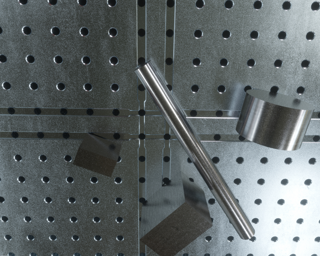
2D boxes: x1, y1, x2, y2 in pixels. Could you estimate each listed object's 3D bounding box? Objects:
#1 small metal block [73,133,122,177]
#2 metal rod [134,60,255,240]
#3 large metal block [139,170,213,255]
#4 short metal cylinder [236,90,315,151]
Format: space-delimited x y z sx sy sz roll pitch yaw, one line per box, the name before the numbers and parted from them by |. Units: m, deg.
small metal block | -0.082 0.035 0.412 0.050 0.050 0.025 21 109 -8
metal rod | 0.056 0.042 0.429 0.025 0.025 0.299 -30 108 10
large metal block | 0.020 0.118 0.428 0.080 0.080 0.050 -43 105 14
short metal cylinder | 0.140 -0.012 0.382 0.081 0.080 0.050 10 110 -4
